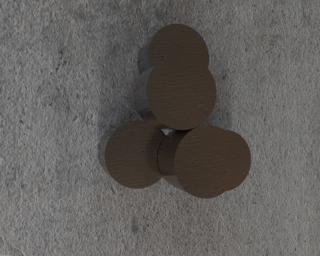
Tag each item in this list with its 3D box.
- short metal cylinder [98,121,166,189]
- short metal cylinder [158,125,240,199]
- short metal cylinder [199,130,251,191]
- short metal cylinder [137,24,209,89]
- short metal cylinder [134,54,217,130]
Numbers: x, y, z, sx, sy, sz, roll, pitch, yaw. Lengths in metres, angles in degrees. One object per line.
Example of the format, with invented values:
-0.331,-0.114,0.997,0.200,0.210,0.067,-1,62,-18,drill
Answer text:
-0.033,0.031,0.385,0.081,0.050,0.080,0,90,-20,short metal cylinder
0.044,0.037,0.359,0.081,0.050,0.080,0,90,-21,short metal cylinder
0.076,0.042,0.424,0.081,0.050,0.080,0,90,-20,short metal cylinder
0.016,-0.088,0.403,0.081,0.050,0.080,0,90,-20,short metal cylinder
0.016,-0.038,0.349,0.081,0.050,0.080,0,90,-20,short metal cylinder
